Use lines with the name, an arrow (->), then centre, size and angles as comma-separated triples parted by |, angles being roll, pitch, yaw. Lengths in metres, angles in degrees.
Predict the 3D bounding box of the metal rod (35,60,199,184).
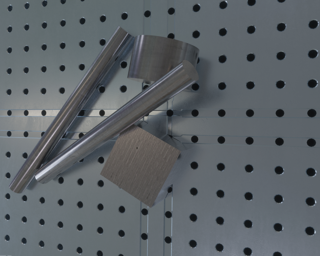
metal rod -> -0.075, 0.008, 0.395 | 0.299, 0.025, 0.025 | -32, 79, 33

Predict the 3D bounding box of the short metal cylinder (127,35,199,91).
short metal cylinder -> 0.004, -0.078, 0.382 | 0.080, 0.080, 0.050 | 13, 94, 19

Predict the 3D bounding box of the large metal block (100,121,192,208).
large metal block -> -0.018, 0.043, 0.406 | 0.080, 0.050, 0.080 | 30, 100, 17

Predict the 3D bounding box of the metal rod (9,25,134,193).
metal rod -> -0.137, -0.020, 0.460 | 0.025, 0.025, 0.299 | 42, 103, 15
